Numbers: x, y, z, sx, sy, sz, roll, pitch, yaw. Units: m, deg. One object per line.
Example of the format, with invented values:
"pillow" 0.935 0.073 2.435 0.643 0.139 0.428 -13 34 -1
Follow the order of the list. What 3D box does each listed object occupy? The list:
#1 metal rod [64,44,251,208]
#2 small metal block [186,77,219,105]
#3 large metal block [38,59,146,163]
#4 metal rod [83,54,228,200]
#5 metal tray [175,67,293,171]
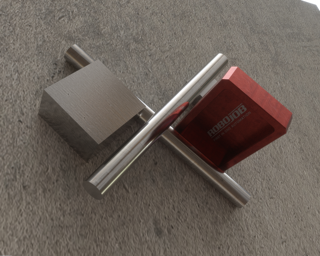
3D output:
"metal rod" -0.003 -0.002 0.407 0.300 0.025 0.025 41 51 -1
"small metal block" 0.066 -0.058 0.478 0.050 0.025 0.050 46 51 3
"large metal block" -0.078 -0.021 0.359 0.080 0.050 0.080 45 51 3
"metal rod" 0.015 -0.023 0.397 0.025 0.025 0.301 43 51 1
"metal tray" 0.083 -0.004 0.386 0.090 0.129 0.030 40 51 -1
